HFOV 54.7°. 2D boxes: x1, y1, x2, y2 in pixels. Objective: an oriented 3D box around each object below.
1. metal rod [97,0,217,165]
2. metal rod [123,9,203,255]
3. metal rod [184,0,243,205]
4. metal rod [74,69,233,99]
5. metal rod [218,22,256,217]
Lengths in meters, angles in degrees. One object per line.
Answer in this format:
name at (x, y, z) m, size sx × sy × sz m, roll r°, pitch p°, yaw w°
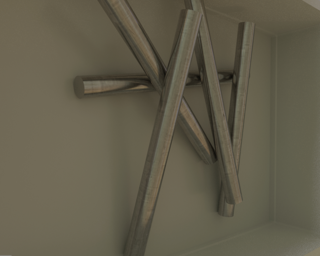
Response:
metal rod at (0.008, -0.050, 0.380) m, size 0.025 × 0.025 × 0.300 m, roll -57°, pitch 132°, yaw -25°
metal rod at (0.001, 0.017, 0.361) m, size 0.025 × 0.025 × 0.298 m, roll 7°, pitch 100°, yaw -40°
metal rod at (0.078, -0.033, 0.437) m, size 0.025 × 0.025 × 0.298 m, roll -23°, pitch 105°, yaw -38°
metal rod at (0.028, -0.067, 0.429) m, size 0.302 × 0.025 × 0.025 m, roll -11°, pitch 98°, yaw -39°
metal rod at (0.119, -0.010, 0.482) m, size 0.025 × 0.025 × 0.298 m, roll 1°, pitch 96°, yaw -40°
